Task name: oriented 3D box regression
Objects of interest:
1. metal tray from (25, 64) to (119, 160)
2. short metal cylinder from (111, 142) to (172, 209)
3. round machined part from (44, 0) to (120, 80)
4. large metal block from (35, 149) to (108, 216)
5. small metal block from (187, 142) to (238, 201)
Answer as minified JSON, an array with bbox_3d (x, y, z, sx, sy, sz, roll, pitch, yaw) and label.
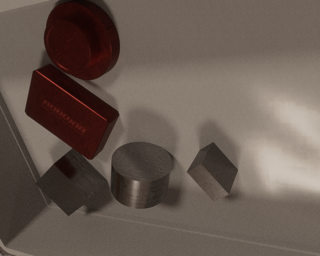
[{"bbox_3d":[-0.134,-0.022,0.460,0.130,0.030,0.089,35,129,4],"label":"metal tray"},{"bbox_3d":[-0.026,0.063,0.425,0.080,0.080,0.050,19,126,16],"label":"short metal cylinder"},{"bbox_3d":[-0.103,-0.105,0.385,0.098,0.042,0.097,13,124,20],"label":"round machined part"},{"bbox_3d":[-0.151,0.092,0.527,0.080,0.050,0.080,47,129,-5],"label":"large metal block"},{"bbox_3d":[0.067,0.054,0.390,0.050,0.050,0.025,48,129,-6],"label":"small metal block"}]
